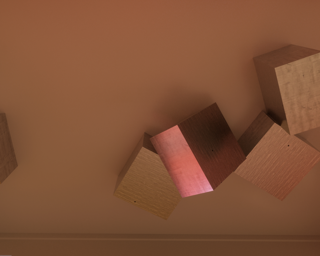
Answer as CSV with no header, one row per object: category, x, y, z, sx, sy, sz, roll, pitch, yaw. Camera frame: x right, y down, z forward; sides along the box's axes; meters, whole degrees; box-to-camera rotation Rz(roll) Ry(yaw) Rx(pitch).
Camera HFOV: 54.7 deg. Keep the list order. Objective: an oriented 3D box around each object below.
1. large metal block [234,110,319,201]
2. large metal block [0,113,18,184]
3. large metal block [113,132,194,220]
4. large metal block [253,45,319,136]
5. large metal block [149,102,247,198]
large metal block,0.149,0.036,0.412,0.080,0.050,0.080,31,107,-11
large metal block,-0.246,0.028,0.406,0.080,0.050,0.079,-3,110,1
large metal block,-0.006,0.065,0.422,0.080,0.050,0.080,28,108,-10
large metal block,0.155,-0.048,0.365,0.050,0.080,0.080,-19,109,7
large metal block,0.048,0.025,0.374,0.050,0.081,0.080,-28,91,46
